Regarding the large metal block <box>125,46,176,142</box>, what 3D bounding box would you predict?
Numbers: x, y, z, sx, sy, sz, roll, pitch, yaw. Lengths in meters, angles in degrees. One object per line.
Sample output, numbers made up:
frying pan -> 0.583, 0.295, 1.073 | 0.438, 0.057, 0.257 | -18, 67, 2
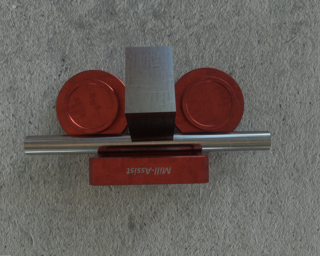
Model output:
large metal block -> -0.011, -0.036, 0.357 | 0.050, 0.080, 0.080 | -2, 67, -1

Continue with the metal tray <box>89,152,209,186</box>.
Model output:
metal tray -> -0.012, 0.046, 0.378 | 0.131, 0.090, 0.030 | -1, 90, -1

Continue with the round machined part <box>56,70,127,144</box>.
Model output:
round machined part -> -0.085, -0.027, 0.400 | 0.099, 0.042, 0.097 | 0, 90, -1

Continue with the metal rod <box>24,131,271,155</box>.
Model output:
metal rod -> -0.014, 0.019, 0.390 | 0.302, 0.025, 0.025 | -1, 90, -1

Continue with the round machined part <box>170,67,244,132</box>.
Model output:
round machined part -> 0.061, -0.031, 0.403 | 0.099, 0.042, 0.097 | 0, 90, -1
